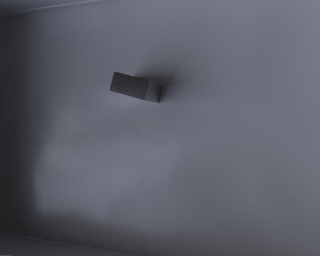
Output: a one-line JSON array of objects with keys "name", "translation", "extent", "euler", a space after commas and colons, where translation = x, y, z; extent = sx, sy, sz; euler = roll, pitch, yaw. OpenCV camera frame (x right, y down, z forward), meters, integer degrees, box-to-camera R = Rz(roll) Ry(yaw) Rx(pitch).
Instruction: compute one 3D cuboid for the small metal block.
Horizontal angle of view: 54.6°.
[{"name": "small metal block", "translation": [-0.030, -0.053, 0.408], "extent": [0.050, 0.050, 0.025], "euler": [17, 96, 19]}]
